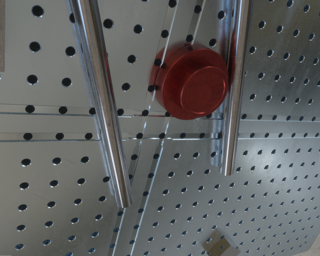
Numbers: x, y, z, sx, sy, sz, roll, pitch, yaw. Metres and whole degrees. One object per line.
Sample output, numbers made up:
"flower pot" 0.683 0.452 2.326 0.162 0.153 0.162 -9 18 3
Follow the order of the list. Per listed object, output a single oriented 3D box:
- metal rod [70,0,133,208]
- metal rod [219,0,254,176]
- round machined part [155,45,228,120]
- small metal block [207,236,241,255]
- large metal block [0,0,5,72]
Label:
"metal rod" -0.063 -0.016 0.367 0.025 0.025 0.298 -18 126 -18
"metal rod" 0.105 -0.053 0.437 0.025 0.025 0.298 -16 125 -20
"round machined part" 0.047 -0.053 0.395 0.099 0.042 0.097 -14 125 -21
"small metal block" 0.135 0.261 0.649 0.050 0.025 0.050 -46 130 4
"large metal block" -0.169 -0.094 0.245 0.081 0.050 0.079 -1 119 -29
